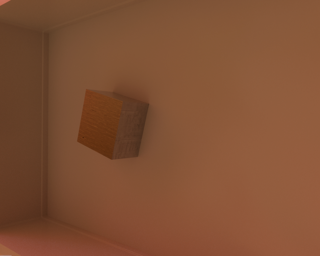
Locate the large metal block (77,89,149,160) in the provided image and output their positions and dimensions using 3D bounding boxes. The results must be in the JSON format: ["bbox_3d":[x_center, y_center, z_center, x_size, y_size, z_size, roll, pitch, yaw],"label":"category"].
[{"bbox_3d":[-0.069,-0.007,0.449,0.080,0.050,0.080,21,103,38],"label":"large metal block"}]
